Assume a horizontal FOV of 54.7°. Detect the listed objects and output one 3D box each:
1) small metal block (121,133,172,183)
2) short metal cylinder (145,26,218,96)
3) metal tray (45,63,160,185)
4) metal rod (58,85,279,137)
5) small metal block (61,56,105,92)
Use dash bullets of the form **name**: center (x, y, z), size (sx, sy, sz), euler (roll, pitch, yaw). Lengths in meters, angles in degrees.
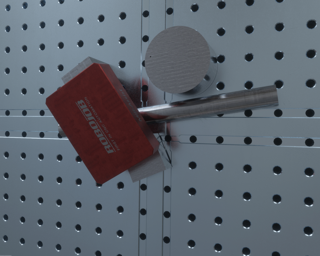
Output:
- **small metal block**: center (-0.019, 0.040, 0.417), size (0.050, 0.025, 0.050), euler (-25, 82, 18)
- **short metal cylinder**: center (0.028, -0.081, 0.388), size (0.080, 0.050, 0.079), euler (0, 90, 19)
- **metal tray**: center (-0.073, -0.005, 0.393), size (0.090, 0.030, 0.130), euler (-32, 91, 17)
- **metal rod**: center (-0.003, -0.019, 0.413), size (0.301, 0.025, 0.025), euler (-8, 87, 19)
- **small metal block**: center (-0.099, -0.070, 0.432), size (0.050, 0.050, 0.025), euler (-33, 80, 17)
